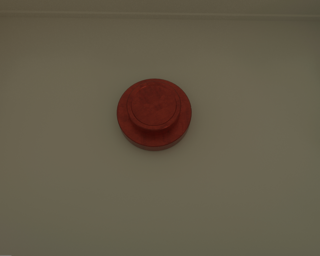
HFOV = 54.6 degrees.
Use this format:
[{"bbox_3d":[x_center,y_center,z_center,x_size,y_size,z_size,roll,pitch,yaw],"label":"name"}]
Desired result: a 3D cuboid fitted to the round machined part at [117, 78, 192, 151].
[{"bbox_3d":[-0.007,-0.022,0.406,0.099,0.042,0.098,0,70,0],"label":"round machined part"}]
